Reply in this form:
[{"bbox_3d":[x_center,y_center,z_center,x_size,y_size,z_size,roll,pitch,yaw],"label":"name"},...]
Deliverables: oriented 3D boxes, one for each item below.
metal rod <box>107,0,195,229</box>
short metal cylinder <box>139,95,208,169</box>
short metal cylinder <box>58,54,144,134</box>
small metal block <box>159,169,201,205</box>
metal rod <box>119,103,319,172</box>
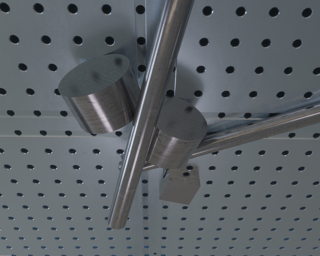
[{"bbox_3d":[-0.019,0.004,0.331,0.025,0.025,0.298,11,123,-10],"label":"metal rod"},{"bbox_3d":[0.011,0.003,0.379,0.081,0.080,0.050,16,128,-14],"label":"short metal cylinder"},{"bbox_3d":[-0.063,-0.039,0.342,0.080,0.080,0.050,-13,129,10],"label":"short metal cylinder"},{"bbox_3d":[0.030,0.093,0.492,0.050,0.025,0.050,13,129,-12],"label":"small metal block"},{"bbox_3d":[0.084,0.018,0.427,0.301,0.025,0.025,-17,128,14],"label":"metal rod"}]
